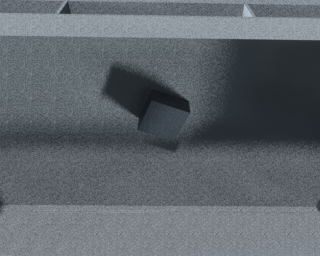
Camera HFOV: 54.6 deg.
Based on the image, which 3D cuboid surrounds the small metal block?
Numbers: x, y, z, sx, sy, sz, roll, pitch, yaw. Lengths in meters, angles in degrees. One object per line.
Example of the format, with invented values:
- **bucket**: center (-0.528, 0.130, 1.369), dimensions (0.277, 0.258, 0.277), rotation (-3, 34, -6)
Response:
- **small metal block**: center (0.004, -0.016, 0.395), dimensions (0.050, 0.025, 0.050), rotation (17, 128, -14)
